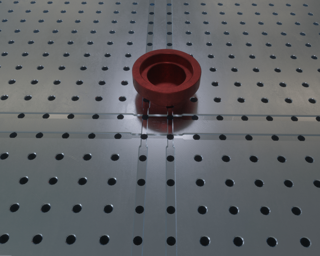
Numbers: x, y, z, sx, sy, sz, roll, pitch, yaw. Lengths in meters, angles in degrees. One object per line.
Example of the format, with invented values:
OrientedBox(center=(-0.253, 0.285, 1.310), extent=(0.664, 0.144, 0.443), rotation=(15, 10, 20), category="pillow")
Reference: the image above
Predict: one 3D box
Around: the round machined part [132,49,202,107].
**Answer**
OrientedBox(center=(0.010, -0.070, 0.455), extent=(0.099, 0.042, 0.098), rotation=(0, 50, 0), category="round machined part")
